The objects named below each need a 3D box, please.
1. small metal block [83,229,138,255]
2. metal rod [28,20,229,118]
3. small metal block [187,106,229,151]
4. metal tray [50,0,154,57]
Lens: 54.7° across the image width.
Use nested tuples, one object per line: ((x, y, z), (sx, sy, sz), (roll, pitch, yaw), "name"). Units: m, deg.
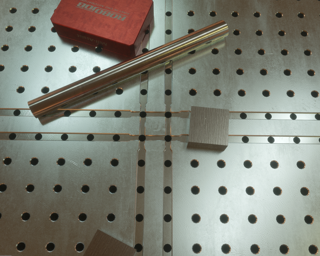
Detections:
((-0.060, 0.152, 0.356), (0.050, 0.025, 0.050), (25, 72, 8), "small metal block")
((-0.038, -0.088, 0.443), (0.302, 0.025, 0.025), (-25, 72, -9), "metal rod")
((0.064, 0.001, 0.412), (0.050, 0.025, 0.050), (6, 70, 1), "small metal block")
((-0.085, -0.169, 0.470), (0.131, 0.030, 0.090), (18, 71, 6), "metal tray")
